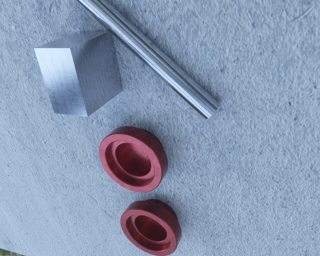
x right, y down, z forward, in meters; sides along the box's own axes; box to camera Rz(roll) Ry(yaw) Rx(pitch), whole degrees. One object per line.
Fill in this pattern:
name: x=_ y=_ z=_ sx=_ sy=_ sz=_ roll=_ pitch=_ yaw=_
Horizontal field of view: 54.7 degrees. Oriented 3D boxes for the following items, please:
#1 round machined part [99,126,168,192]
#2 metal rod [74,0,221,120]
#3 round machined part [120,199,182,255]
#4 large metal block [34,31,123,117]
round machined part: x=-0.033 y=0.039 z=0.438 sx=0.098 sy=0.042 sz=0.097 roll=13 pitch=124 yaw=21
metal rod: x=-0.049 y=-0.120 z=0.358 sx=0.300 sy=0.025 sz=0.025 roll=42 pitch=129 yaw=-1
round machined part: x=-0.010 y=0.154 z=0.496 sx=0.098 sy=0.042 sz=0.097 roll=13 pitch=124 yaw=21
large metal block: x=-0.094 y=-0.069 z=0.378 sx=0.050 sy=0.080 sz=0.079 roll=7 pitch=122 yaw=25
